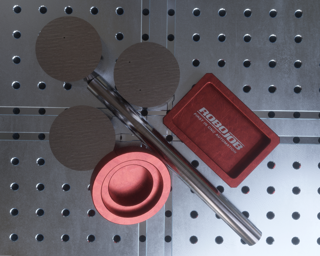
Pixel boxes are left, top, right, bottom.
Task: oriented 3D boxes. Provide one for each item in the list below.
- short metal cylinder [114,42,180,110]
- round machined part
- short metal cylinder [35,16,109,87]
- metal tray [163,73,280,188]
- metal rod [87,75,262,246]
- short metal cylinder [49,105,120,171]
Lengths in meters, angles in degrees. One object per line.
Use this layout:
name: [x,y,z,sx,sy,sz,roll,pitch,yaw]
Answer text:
short metal cylinder: [-0.016,-0.065,0.400,0.081,0.050,0.080,0,90,0]
round machined part: [-0.039,0.069,0.394,0.099,0.042,0.097,-5,107,-18]
short metal cylinder: [-0.110,-0.096,0.400,0.081,0.050,0.080,0,90,0]
metal tray: [0.079,0.003,0.410,0.130,0.030,0.090,44,90,0]
metal rod: [0.019,0.043,0.414,0.300,0.025,0.025,44,90,0]
short metal cylinder: [-0.094,0.012,0.400,0.081,0.050,0.080,0,90,0]
